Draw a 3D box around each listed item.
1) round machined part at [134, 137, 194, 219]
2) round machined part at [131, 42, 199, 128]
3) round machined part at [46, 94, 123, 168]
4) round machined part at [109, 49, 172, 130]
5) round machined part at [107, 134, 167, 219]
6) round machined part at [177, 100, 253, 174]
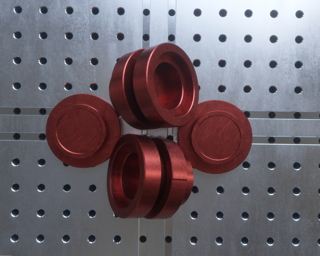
[{"bbox_3d":[0.005,0.063,0.386,0.042,0.098,0.098,10,90,-32],"label":"round machined part"},{"bbox_3d":[0.002,-0.048,0.370,0.042,0.099,0.097,-6,90,40],"label":"round machined part"},{"bbox_3d":[-0.100,0.004,0.404,0.099,0.042,0.097,0,90,0],"label":"round machined part"},{"bbox_3d":[-0.025,-0.046,0.388,0.042,0.099,0.097,-6,90,40],"label":"round machined part"},{"bbox_3d":[-0.024,0.058,0.372,0.042,0.098,0.098,10,90,-32],"label":"round machined part"},{"bbox_3d":[0.073,0.012,0.405,0.099,0.042,0.097,0,90,0],"label":"round machined part"}]
